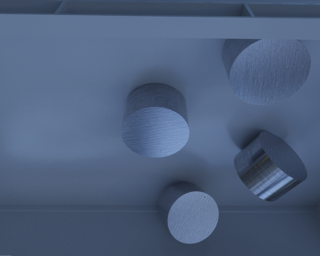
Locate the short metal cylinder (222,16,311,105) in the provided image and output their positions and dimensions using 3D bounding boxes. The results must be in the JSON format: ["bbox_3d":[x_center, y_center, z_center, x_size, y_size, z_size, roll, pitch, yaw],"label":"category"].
[{"bbox_3d":[0.111,-0.071,0.333,0.081,0.050,0.079,0,130,0],"label":"short metal cylinder"}]

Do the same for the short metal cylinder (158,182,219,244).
[{"bbox_3d":[0.043,0.129,0.478,0.081,0.050,0.079,-2,97,-16],"label":"short metal cylinder"}]

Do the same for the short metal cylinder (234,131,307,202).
[{"bbox_3d":[0.148,0.051,0.418,0.080,0.080,0.050,25,126,-20],"label":"short metal cylinder"}]

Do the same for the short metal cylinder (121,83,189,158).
[{"bbox_3d":[-0.006,-0.009,0.385,0.081,0.050,0.079,0,130,0],"label":"short metal cylinder"}]
